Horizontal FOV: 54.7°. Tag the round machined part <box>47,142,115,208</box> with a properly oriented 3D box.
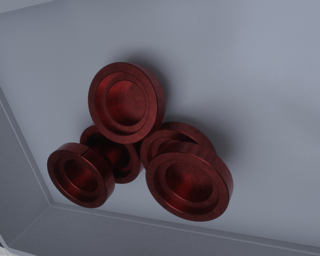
[{"bbox_3d":[-0.105,0.061,0.435,0.098,0.042,0.097,13,124,21],"label":"round machined part"}]

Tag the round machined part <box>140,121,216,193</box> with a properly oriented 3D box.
[{"bbox_3d":[0.027,0.034,0.403,0.098,0.042,0.097,13,124,21],"label":"round machined part"}]

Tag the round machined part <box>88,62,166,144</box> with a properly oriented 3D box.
[{"bbox_3d":[-0.037,-0.032,0.383,0.098,0.042,0.097,6,103,26],"label":"round machined part"}]

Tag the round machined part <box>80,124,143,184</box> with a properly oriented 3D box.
[{"bbox_3d":[-0.063,0.029,0.447,0.098,0.042,0.097,13,124,21],"label":"round machined part"}]

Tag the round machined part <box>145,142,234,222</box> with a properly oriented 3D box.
[{"bbox_3d":[0.036,0.057,0.358,0.098,0.042,0.097,13,124,21],"label":"round machined part"}]
